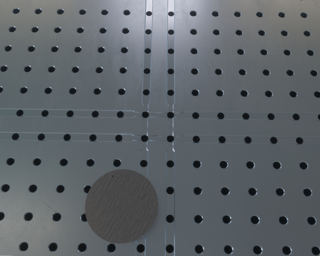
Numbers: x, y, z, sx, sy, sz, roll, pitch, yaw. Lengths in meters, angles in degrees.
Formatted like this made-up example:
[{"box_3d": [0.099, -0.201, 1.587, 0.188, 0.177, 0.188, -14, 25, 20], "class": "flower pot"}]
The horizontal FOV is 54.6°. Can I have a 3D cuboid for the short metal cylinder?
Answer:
[{"box_3d": [-0.042, 0.093, 0.364, 0.080, 0.050, 0.080, 0, 70, 0], "class": "short metal cylinder"}]
